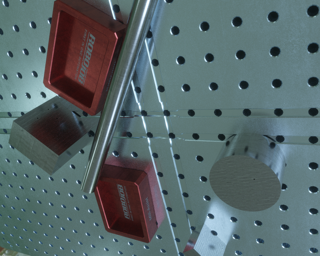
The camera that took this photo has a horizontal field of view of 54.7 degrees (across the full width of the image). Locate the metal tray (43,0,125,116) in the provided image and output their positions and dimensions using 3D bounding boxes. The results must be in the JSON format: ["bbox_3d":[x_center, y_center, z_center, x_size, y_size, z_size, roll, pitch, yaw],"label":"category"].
[{"bbox_3d":[-0.100,-0.090,0.405,0.090,0.030,0.129,32,129,7],"label":"metal tray"}]

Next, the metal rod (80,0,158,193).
[{"bbox_3d":[-0.063,-0.024,0.408,0.025,0.025,0.298,29,122,10],"label":"metal rod"}]

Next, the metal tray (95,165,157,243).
[{"bbox_3d":[-0.059,0.127,0.517,0.090,0.030,0.129,6,121,25],"label":"metal tray"}]

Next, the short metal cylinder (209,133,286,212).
[{"bbox_3d":[0.105,0.052,0.372,0.080,0.050,0.079,13,124,21],"label":"short metal cylinder"}]

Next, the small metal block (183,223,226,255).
[{"bbox_3d":[0.069,0.185,0.473,0.050,0.050,0.025,45,129,-3],"label":"small metal block"}]

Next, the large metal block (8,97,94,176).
[{"bbox_3d":[-0.163,0.011,0.469,0.080,0.080,0.050,37,129,3],"label":"large metal block"}]
